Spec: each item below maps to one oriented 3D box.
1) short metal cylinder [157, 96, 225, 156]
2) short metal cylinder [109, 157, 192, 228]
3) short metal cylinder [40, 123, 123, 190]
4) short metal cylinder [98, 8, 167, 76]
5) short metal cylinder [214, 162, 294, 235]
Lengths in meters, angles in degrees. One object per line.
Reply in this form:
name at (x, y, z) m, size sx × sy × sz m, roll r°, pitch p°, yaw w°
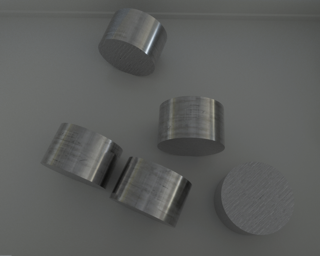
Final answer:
short metal cylinder at (0.038, 0.000, 0.380) m, size 0.080 × 0.080 × 0.050 m, roll 3°, pitch 70°, yaw 1°
short metal cylinder at (-0.010, 0.073, 0.353) m, size 0.080 × 0.080 × 0.050 m, roll 22°, pitch 72°, yaw 8°
short metal cylinder at (-0.091, 0.035, 0.367) m, size 0.080 × 0.080 × 0.050 m, roll 20°, pitch 72°, yaw 7°
short metal cylinder at (-0.036, -0.114, 0.422) m, size 0.080 × 0.080 × 0.050 m, roll 18°, pitch 71°, yaw 6°
short metal cylinder at (0.108, 0.085, 0.366) m, size 0.081 × 0.050 × 0.080 m, roll 0°, pitch 70°, yaw 0°
